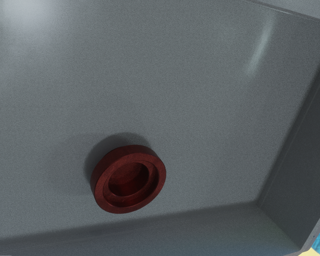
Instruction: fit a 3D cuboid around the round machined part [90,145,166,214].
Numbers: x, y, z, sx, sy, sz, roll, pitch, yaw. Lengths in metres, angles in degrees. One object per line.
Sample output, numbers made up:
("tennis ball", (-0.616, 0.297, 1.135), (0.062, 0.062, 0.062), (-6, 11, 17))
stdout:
("round machined part", (-0.045, 0.063, 0.414), (0.099, 0.042, 0.097), (-14, 125, -21))
